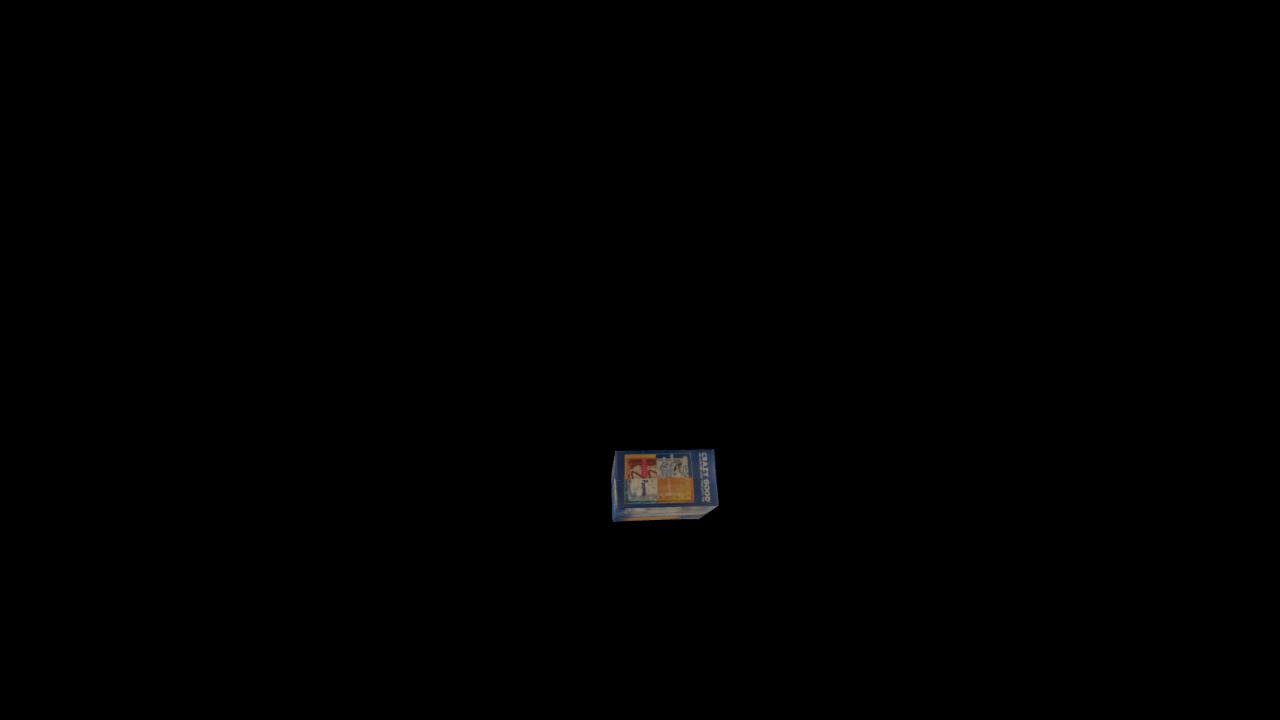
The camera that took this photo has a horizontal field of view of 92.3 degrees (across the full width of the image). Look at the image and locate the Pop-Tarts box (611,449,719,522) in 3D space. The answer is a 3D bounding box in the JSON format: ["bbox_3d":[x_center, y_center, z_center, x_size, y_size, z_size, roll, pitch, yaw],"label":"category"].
[{"bbox_3d":[0.030,0.188,0.908,0.141,0.083,0.167,0,-20,-4],"label":"Pop-Tarts box"}]
